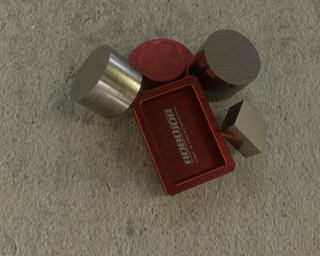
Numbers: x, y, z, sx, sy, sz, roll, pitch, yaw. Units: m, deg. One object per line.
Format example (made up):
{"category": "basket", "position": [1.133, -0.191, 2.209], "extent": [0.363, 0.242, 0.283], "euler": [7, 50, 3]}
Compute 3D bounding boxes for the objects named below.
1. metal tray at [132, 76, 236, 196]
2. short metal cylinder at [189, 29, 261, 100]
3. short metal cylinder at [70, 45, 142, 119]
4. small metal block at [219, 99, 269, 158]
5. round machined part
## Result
{"category": "metal tray", "position": [0.027, 0.009, 0.392], "extent": [0.091, 0.030, 0.129], "euler": [-21, 81, -8]}
{"category": "short metal cylinder", "position": [0.086, -0.084, 0.416], "extent": [0.081, 0.050, 0.080], "euler": [6, 71, -17]}
{"category": "short metal cylinder", "position": [-0.069, -0.057, 0.394], "extent": [0.050, 0.080, 0.080], "euler": [32, 66, -36]}
{"category": "small metal block", "position": [0.107, 0.001, 0.391], "extent": [0.050, 0.025, 0.050], "euler": [43, 49, -13]}
{"category": "round machined part", "position": [0.002, -0.085, 0.432], "extent": [0.099, 0.042, 0.098], "euler": [0, 70, 0]}
